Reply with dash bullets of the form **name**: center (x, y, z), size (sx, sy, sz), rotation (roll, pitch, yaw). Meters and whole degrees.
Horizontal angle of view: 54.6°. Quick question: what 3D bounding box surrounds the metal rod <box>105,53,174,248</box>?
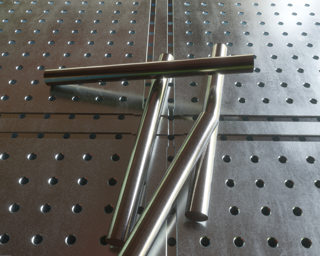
- **metal rod**: center (-0.016, 0.002, 0.405), size (0.025, 0.025, 0.300), rotation (8, 50, 7)

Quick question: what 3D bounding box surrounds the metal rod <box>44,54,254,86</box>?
- **metal rod**: center (-0.022, -0.082, 0.446), size (0.301, 0.025, 0.025), rotation (-2, 50, 10)

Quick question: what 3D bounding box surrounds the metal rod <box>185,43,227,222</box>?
- **metal rod**: center (0.069, -0.019, 0.423), size (0.025, 0.025, 0.300), rotation (9, 51, 7)

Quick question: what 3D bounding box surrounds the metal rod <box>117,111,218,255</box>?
- **metal rod**: center (-0.011, 0.098, 0.308), size (0.025, 0.025, 0.301), rotation (23, 59, 18)
